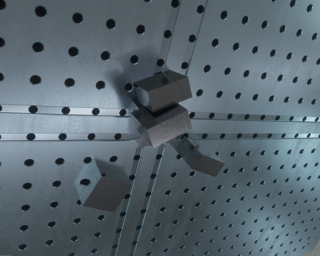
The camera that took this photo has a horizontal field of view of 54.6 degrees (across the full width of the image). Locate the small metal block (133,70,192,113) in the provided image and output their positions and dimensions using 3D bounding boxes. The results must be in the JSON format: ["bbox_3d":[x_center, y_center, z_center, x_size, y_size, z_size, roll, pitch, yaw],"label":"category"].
[{"bbox_3d":[0.002,-0.045,0.365,0.050,0.050,0.025,-22,116,-15],"label":"small metal block"}]

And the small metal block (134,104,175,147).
[{"bbox_3d":[-0.005,-0.006,0.404,0.050,0.025,0.050,-9,123,-24],"label":"small metal block"}]

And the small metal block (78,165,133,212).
[{"bbox_3d":[-0.074,0.083,0.422,0.050,0.025,0.050,24,105,-37],"label":"small metal block"}]

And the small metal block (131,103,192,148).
[{"bbox_3d":[0.001,-0.008,0.357,0.050,0.050,0.025,-26,122,-14],"label":"small metal block"}]

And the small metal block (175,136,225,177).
[{"bbox_3d":[0.058,0.041,0.452,0.050,0.050,0.025,23,106,-36],"label":"small metal block"}]
